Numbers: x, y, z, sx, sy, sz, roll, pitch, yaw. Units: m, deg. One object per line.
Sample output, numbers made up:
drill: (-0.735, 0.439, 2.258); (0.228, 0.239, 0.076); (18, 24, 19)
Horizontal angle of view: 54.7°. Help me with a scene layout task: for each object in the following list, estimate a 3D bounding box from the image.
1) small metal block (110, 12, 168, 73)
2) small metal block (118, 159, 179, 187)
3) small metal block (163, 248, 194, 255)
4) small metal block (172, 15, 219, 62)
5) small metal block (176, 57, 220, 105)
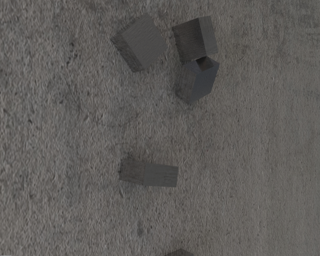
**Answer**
small metal block: (-0.025, -0.105, 0.383); (0.050, 0.025, 0.050); (-50, 120, -28)
small metal block: (-0.014, 0.055, 0.376); (0.050, 0.050, 0.025); (12, 83, -39)
small metal block: (0.020, 0.200, 0.422); (0.050, 0.025, 0.050); (-4, 93, -40)
small metal block: (0.048, -0.122, 0.428); (0.025, 0.050, 0.050); (-25, 106, -37)
small metal block: (0.052, -0.067, 0.432); (0.050, 0.025, 0.050); (-29, 146, -36)
